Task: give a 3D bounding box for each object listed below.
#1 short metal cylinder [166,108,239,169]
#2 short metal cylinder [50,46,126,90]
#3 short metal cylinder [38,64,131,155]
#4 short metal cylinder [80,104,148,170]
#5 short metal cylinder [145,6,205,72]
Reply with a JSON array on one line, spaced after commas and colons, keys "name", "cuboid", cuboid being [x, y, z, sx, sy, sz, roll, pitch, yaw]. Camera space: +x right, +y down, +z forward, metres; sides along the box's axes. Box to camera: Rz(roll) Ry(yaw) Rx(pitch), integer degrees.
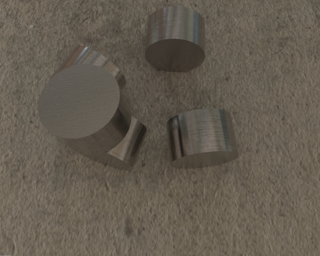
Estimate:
[{"name": "short metal cylinder", "cuboid": [0.050, 0.015, 0.374, 0.081, 0.080, 0.050, -6, 70, -2]}, {"name": "short metal cylinder", "cuboid": [-0.091, -0.059, 0.400, 0.080, 0.080, 0.050, 29, 73, 9]}, {"name": "short metal cylinder", "cuboid": [-0.074, -0.018, 0.317, 0.080, 0.050, 0.080, -3, 67, 7]}, {"name": "short metal cylinder", "cuboid": [-0.062, 0.013, 0.374, 0.080, 0.080, 0.050, 18, 71, 6]}, {"name": "short metal cylinder", "cuboid": [0.021, -0.118, 0.423, 0.081, 0.080, 0.050, 3, 70, 1]}]
